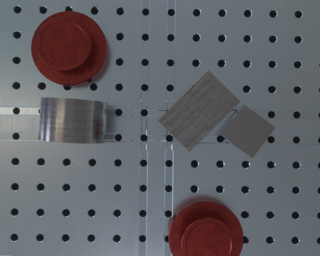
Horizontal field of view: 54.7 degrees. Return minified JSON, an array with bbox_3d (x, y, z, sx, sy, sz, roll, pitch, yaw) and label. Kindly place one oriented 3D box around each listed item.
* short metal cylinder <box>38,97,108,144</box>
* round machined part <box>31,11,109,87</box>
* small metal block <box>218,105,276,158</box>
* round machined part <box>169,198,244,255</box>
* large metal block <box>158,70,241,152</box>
[{"bbox_3d":[-0.107,-0.009,0.385,0.080,0.080,0.050,4,90,0],"label":"short metal cylinder"},{"bbox_3d":[-0.119,-0.104,0.404,0.099,0.042,0.097,0,90,0],"label":"round machined part"},{"bbox_3d":[0.115,0.005,0.414,0.050,0.025,0.050,36,90,0],"label":"small metal block"},{"bbox_3d":[0.061,0.145,0.405,0.099,0.042,0.097,0,90,0],"label":"round machined part"},{"bbox_3d":[0.044,-0.019,0.386,0.080,0.080,0.050,-45,90,0],"label":"large metal block"}]
